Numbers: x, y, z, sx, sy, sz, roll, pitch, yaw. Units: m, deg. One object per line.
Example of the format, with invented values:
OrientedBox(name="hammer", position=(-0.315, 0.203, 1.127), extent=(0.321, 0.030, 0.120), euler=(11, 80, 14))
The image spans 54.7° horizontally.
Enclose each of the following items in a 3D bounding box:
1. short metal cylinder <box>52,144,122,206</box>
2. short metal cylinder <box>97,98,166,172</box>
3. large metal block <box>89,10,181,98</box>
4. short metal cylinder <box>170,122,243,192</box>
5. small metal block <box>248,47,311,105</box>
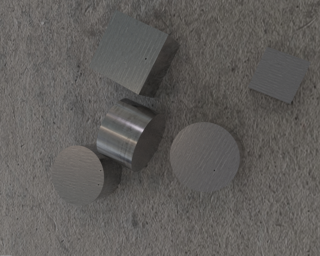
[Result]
OrientedBox(name="short metal cylinder", position=(-0.100, 0.063, 0.431), extent=(0.080, 0.050, 0.080), euler=(0, 90, 20))
OrientedBox(name="short metal cylinder", position=(-0.035, 0.009, 0.392), extent=(0.050, 0.080, 0.080), euler=(25, 98, 18))
OrientedBox(name="large metal block", position=(-0.033, -0.095, 0.407), extent=(0.080, 0.050, 0.080), euler=(30, 100, 17))
OrientedBox(name="short metal cylinder", position=(0.058, 0.033, 0.375), extent=(0.080, 0.050, 0.080), euler=(0, 90, 20))
OrientedBox(name="small metal block", position=(0.138, -0.060, 0.360), extent=(0.050, 0.025, 0.050), euler=(26, 98, 18))
